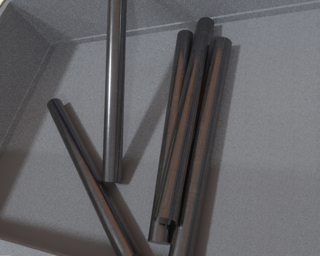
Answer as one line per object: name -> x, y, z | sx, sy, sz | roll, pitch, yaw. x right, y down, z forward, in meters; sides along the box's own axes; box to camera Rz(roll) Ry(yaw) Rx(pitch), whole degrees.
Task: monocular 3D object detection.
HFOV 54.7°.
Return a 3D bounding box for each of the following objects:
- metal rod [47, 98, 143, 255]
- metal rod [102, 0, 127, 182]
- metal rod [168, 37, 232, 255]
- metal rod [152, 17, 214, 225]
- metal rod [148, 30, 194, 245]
metal rod -> -0.103, 0.052, 0.426 | 0.025, 0.025, 0.300 | -40, 51, 1
metal rod -> -0.059, -0.081, 0.408 | 0.025, 0.025, 0.298 | -1, 86, 27
metal rod -> 0.052, 0.013, 0.369 | 0.025, 0.025, 0.300 | 1, 62, 28
metal rod -> 0.037, -0.031, 0.388 | 0.025, 0.025, 0.300 | -3, 55, 26
metal rod -> 0.019, -0.009, 0.399 | 0.025, 0.025, 0.299 | -6, 59, 25
